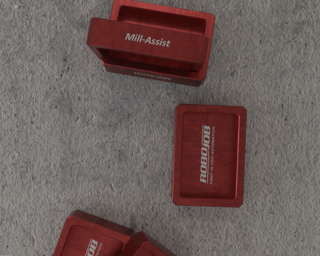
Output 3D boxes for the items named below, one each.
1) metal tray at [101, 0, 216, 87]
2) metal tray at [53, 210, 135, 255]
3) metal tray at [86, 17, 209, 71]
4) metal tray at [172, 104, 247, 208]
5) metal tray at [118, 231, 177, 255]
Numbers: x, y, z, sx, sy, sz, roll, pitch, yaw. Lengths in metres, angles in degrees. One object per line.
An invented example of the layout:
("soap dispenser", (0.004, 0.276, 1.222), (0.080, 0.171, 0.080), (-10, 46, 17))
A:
("metal tray", (-0.001, -0.109, 0.399), (0.131, 0.030, 0.090), (10, 81, 1))
("metal tray", (-0.096, 0.185, 0.406), (0.090, 0.030, 0.129), (20, 90, 0))
("metal tray", (-0.013, -0.094, 0.376), (0.131, 0.090, 0.030), (10, 90, 0))
("metal tray", (0.063, 0.035, 0.407), (0.091, 0.030, 0.129), (2, 90, 0))
("metal tray", (-0.031, 0.207, 0.384), (0.090, 0.030, 0.130), (43, 82, -20))
